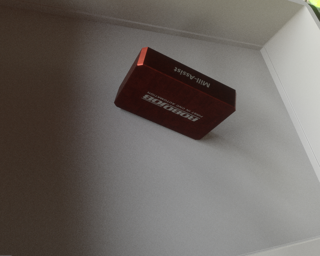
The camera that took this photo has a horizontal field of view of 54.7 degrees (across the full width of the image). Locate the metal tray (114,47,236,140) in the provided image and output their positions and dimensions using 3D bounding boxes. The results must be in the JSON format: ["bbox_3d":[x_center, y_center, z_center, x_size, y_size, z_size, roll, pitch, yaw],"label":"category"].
[{"bbox_3d":[0.018,-0.038,0.394,0.131,0.090,0.030,23,53,-16],"label":"metal tray"}]
